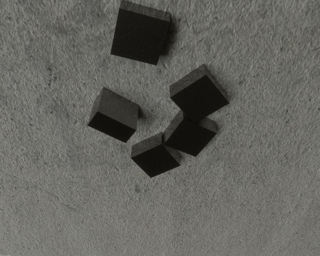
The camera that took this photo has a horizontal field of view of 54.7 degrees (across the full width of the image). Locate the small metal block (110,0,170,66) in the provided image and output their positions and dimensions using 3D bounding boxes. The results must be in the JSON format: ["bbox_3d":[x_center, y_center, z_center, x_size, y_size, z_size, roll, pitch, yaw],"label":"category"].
[{"bbox_3d":[-0.021,-0.099,0.323,0.050,0.025,0.050,12,129,-10],"label":"small metal block"}]

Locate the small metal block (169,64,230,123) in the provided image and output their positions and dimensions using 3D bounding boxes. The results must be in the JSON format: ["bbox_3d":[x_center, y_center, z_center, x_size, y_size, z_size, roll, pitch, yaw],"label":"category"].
[{"bbox_3d":[0.047,-0.040,0.373,0.050,0.025,0.050,-31,124,24],"label":"small metal block"}]

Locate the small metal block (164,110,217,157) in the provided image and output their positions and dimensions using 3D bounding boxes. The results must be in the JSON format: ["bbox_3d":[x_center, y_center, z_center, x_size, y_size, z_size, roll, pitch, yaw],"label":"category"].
[{"bbox_3d":[0.039,0.006,0.413,0.050,0.025,0.050,22,127,-18],"label":"small metal block"}]

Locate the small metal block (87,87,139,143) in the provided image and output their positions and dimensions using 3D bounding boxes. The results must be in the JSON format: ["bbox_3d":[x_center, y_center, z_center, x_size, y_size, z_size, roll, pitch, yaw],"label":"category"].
[{"bbox_3d":[-0.055,-0.016,0.376,0.050,0.050,0.025,27,125,-21],"label":"small metal block"}]

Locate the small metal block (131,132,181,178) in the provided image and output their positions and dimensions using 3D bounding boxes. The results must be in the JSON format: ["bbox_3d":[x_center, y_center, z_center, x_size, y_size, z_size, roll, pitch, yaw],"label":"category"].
[{"bbox_3d":[-0.006,0.039,0.440,0.050,0.025,0.050,-26,126,20],"label":"small metal block"}]
